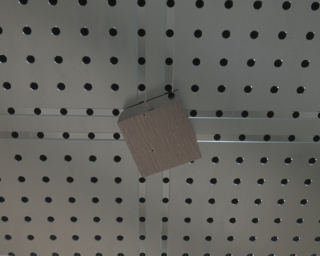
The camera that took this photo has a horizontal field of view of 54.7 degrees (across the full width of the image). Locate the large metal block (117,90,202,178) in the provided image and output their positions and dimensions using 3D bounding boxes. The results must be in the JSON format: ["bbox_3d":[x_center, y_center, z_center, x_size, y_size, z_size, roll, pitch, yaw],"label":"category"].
[{"bbox_3d":[0.001,0.007,0.400,0.080,0.050,0.080,-20,109,6],"label":"large metal block"}]
